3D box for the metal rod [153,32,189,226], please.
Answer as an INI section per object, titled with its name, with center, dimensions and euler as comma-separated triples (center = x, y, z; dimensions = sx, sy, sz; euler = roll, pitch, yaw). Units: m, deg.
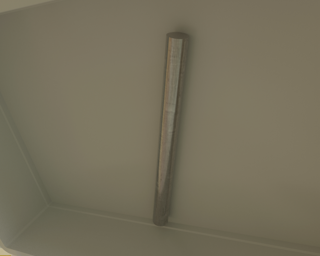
[metal rod]
center = 0.010, 0.024, 0.416
dimensions = 0.025, 0.025, 0.298
euler = 17, 125, 18
